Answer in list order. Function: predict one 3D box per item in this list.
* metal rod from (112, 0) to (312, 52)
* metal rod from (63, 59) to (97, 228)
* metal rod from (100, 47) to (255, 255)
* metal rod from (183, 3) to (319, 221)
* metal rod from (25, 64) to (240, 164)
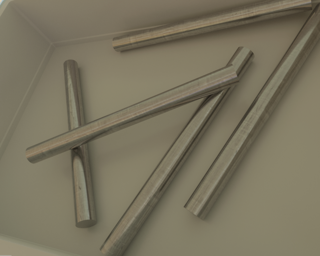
[{"bbox_3d":[0.058,-0.151,0.458,0.300,0.025,0.025,-4,60,29],"label":"metal rod"},{"bbox_3d":[-0.125,0.002,0.468,0.025,0.025,0.299,-26,53,12],"label":"metal rod"},{"bbox_3d":[0.028,0.022,0.376,0.025,0.025,0.300,27,76,37],"label":"metal rod"},{"bbox_3d":[0.121,-0.028,0.358,0.025,0.025,0.300,27,76,37],"label":"metal rod"},{"bbox_3d":[-0.046,-0.013,0.402,0.301,0.025,0.025,-21,54,15],"label":"metal rod"}]
